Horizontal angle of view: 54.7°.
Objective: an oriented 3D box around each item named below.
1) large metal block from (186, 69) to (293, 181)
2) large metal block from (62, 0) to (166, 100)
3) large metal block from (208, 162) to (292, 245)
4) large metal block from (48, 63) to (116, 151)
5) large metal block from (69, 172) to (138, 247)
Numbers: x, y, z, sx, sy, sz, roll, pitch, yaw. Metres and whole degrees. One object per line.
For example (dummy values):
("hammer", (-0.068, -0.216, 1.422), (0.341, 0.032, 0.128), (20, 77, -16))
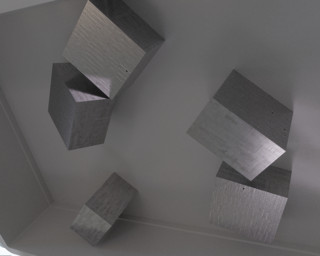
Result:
("large metal block", (0.086, -0.006, 0.324), (0.080, 0.080, 0.050), (37, 129, 3))
("large metal block", (-0.055, -0.094, 0.363), (0.080, 0.050, 0.080), (43, 129, -1))
("large metal block", (0.111, 0.088, 0.388), (0.080, 0.050, 0.079), (15, 125, 20))
("large metal block", (-0.106, -0.030, 0.408), (0.080, 0.050, 0.079), (52, 137, 33))
("large metal block", (-0.091, 0.131, 0.502), (0.050, 0.080, 0.080), (38, 129, 2))
